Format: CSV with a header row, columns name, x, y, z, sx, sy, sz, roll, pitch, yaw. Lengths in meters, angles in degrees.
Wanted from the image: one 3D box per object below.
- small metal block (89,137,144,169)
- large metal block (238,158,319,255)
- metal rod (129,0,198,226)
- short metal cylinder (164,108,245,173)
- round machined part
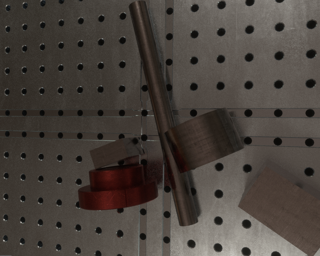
name,x,y,z,sx,sy,sz,roll,pitch,yaw
small metal block,-0.057,0.033,0.418,0.050,0.050,0.025,-21,83,18
large metal block,0.137,0.080,0.335,0.080,0.080,0.050,34,101,16
metal rod,0.003,-0.022,0.410,0.025,0.025,0.298,-15,85,19
short metal cylinder,0.051,0.015,0.365,0.080,0.080,0.050,-24,82,18
round machined part,-0.053,0.071,0.391,0.098,0.098,0.042,-7,88,19
